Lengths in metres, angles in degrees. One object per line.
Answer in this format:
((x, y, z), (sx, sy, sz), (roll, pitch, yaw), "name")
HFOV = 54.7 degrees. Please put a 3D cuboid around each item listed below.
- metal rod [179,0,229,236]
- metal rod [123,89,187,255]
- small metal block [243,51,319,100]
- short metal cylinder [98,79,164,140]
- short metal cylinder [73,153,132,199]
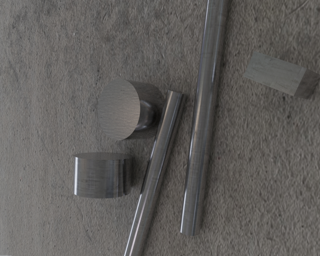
((0.052, -0.022, 0.361), (0.025, 0.025, 0.298), (10, 97, 39), "metal rod")
((-0.016, 0.095, 0.418), (0.025, 0.025, 0.298), (25, 105, 37), "metal rod")
((0.116, -0.049, 0.293), (0.050, 0.050, 0.025), (32, 110, 35), "small metal block")
((-0.039, -0.024, 0.421), (0.080, 0.050, 0.080), (0, 90, 40), "short metal cylinder")
((-0.080, 0.064, 0.435), (0.080, 0.081, 0.050), (4, 93, 40), "short metal cylinder")
